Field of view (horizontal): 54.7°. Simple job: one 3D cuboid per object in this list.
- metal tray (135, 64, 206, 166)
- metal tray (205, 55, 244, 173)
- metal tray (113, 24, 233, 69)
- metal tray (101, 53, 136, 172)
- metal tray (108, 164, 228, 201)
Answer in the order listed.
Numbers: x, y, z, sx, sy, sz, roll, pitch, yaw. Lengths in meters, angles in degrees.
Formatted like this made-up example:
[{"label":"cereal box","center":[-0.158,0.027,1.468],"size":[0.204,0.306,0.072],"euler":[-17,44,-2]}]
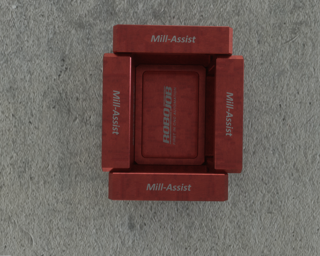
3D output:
[{"label":"metal tray","center":[0.013,-0.017,0.409],"size":[0.091,0.030,0.129],"euler":[1,90,-1]},{"label":"metal tray","center":[0.075,-0.015,0.379],"size":[0.030,0.090,0.129],"euler":[1,90,0]},{"label":"metal tray","center":[0.014,-0.096,0.378],"size":[0.131,0.090,0.030],"euler":[1,90,-1]},{"label":"metal tray","center":[-0.047,-0.017,0.377],"size":[0.030,0.090,0.129],"euler":[1,90,0]},{"label":"metal tray","center":[0.009,0.063,0.378],"size":[0.131,0.090,0.030],"euler":[1,90,-1]}]
